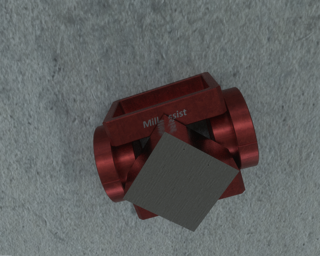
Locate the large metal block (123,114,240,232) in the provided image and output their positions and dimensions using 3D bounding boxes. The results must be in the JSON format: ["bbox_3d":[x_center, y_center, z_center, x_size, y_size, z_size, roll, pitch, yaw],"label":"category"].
[{"bbox_3d":[0.019,0.045,0.316,0.080,0.050,0.080,28,107,-10],"label":"large metal block"}]

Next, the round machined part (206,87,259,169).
[{"bbox_3d":[0.082,0.003,0.374,0.042,0.098,0.097,-15,110,5],"label":"round machined part"}]

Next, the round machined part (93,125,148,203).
[{"bbox_3d":[-0.044,0.040,0.386,0.042,0.098,0.097,-15,110,5],"label":"round machined part"}]

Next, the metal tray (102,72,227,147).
[{"bbox_3d":[0.004,-0.026,0.368,0.131,0.090,0.030,-17,109,6],"label":"metal tray"}]

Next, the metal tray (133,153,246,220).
[{"bbox_3d":[0.033,0.064,0.399,0.131,0.090,0.030,-16,110,5],"label":"metal tray"}]
